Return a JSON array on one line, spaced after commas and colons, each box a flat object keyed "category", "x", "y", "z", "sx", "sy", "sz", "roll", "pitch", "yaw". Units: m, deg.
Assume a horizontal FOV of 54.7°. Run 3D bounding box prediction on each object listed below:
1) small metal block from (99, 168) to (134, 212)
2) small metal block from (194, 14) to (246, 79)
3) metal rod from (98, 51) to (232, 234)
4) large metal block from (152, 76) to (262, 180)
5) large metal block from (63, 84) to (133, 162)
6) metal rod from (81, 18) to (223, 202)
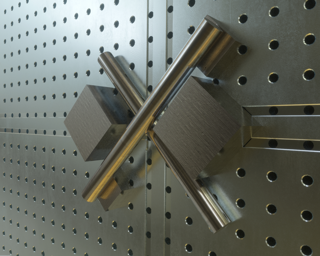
[{"category": "small metal block", "x": -0.073, "y": 0.089, "z": 0.470, "sx": 0.050, "sy": 0.025, "sz": 0.050, "roll": 52, "pitch": 120, "yaw": 27}, {"category": "small metal block", "x": 0.061, "y": -0.093, "z": 0.360, "sx": 0.050, "sy": 0.025, "sz": 0.050, "roll": -52, "pitch": 60, "yaw": 27}, {"category": "metal rod", "x": -0.007, "y": 0.002, "z": 0.414, "sx": 0.025, "sy": 0.025, "sz": 0.299, "roll": -50, "pitch": 61, "yaw": 28}, {"category": "large metal block", "x": 0.051, "y": 0.000, "z": 0.351, "sx": 0.080, "sy": 0.050, "sz": 0.080, "roll": 51, "pitch": 120, "yaw": 28}, {"category": "large metal block", "x": -0.092, "y": -0.007, "z": 0.469, "sx": 0.080, "sy": 0.050, "sz": 0.080, "roll": -51, "pitch": 61, "yaw": 28}, {"category": "metal rod", "x": -0.024, "y": -0.005, "z": 0.396, "sx": 0.298, "sy": 0.025, "sz": 0.025, "roll": -52, "pitch": 60, "yaw": 27}]
